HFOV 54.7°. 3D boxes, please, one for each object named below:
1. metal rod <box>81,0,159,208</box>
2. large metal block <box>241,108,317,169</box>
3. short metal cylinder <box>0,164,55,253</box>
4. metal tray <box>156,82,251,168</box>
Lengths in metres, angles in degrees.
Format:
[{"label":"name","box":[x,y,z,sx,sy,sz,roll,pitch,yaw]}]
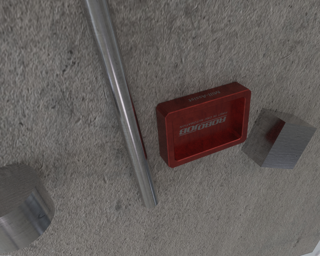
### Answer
[{"label":"metal rod","box":[-0.039,-0.007,0.380,0.025,0.025,0.298,-23,127,-15]},{"label":"large metal block","box":[0.194,0.019,0.508,0.081,0.050,0.079,8,115,-32]},{"label":"short metal cylinder","box":[-0.163,0.085,0.335,0.081,0.080,0.050,-23,127,-15]},{"label":"metal tray","box":[0.062,-0.005,0.434,0.131,0.030,0.089,-17,126,-19]}]
